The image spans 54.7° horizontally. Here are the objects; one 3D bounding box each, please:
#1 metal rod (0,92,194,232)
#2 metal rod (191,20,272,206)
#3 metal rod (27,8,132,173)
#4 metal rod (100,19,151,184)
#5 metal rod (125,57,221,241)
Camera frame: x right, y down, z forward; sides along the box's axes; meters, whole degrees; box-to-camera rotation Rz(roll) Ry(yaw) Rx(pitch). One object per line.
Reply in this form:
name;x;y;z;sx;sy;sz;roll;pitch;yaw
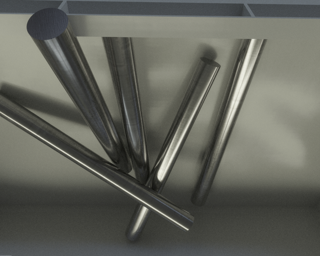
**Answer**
metal rod;-0.083;0.048;0.403;0.301;0.025;0.025;34;123;-10
metal rod;0.083;0.006;0.414;0.025;0.025;0.298;6;130;-5
metal rod;-0.060;-0.003;0.322;0.025;0.025;0.299;-3;156;2
metal rod;-0.029;0.007;0.369;0.025;0.025;0.299;-2;144;2
metal rod;0.007;0.047;0.418;0.025;0.025;0.298;15;119;-13
